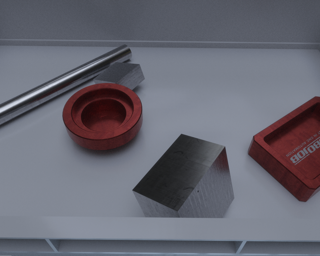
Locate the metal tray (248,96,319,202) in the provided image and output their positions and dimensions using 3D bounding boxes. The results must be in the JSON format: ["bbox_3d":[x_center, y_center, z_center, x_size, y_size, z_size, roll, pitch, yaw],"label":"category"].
[{"bbox_3d":[0.189,0.020,0.387,0.131,0.030,0.090,-28,56,-22],"label":"metal tray"}]

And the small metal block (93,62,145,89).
[{"bbox_3d":[-0.060,-0.072,0.454,0.050,0.025,0.050,14,48,38],"label":"small metal block"}]

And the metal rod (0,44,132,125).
[{"bbox_3d":[-0.167,-0.050,0.444,0.302,0.025,0.025,-34,58,-26],"label":"metal rod"}]

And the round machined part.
[{"bbox_3d":[-0.071,-0.010,0.402,0.099,0.042,0.098,0,50,0],"label":"round machined part"}]

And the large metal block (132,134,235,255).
[{"bbox_3d":[0.028,0.066,0.307,0.050,0.080,0.080,16,49,36],"label":"large metal block"}]
